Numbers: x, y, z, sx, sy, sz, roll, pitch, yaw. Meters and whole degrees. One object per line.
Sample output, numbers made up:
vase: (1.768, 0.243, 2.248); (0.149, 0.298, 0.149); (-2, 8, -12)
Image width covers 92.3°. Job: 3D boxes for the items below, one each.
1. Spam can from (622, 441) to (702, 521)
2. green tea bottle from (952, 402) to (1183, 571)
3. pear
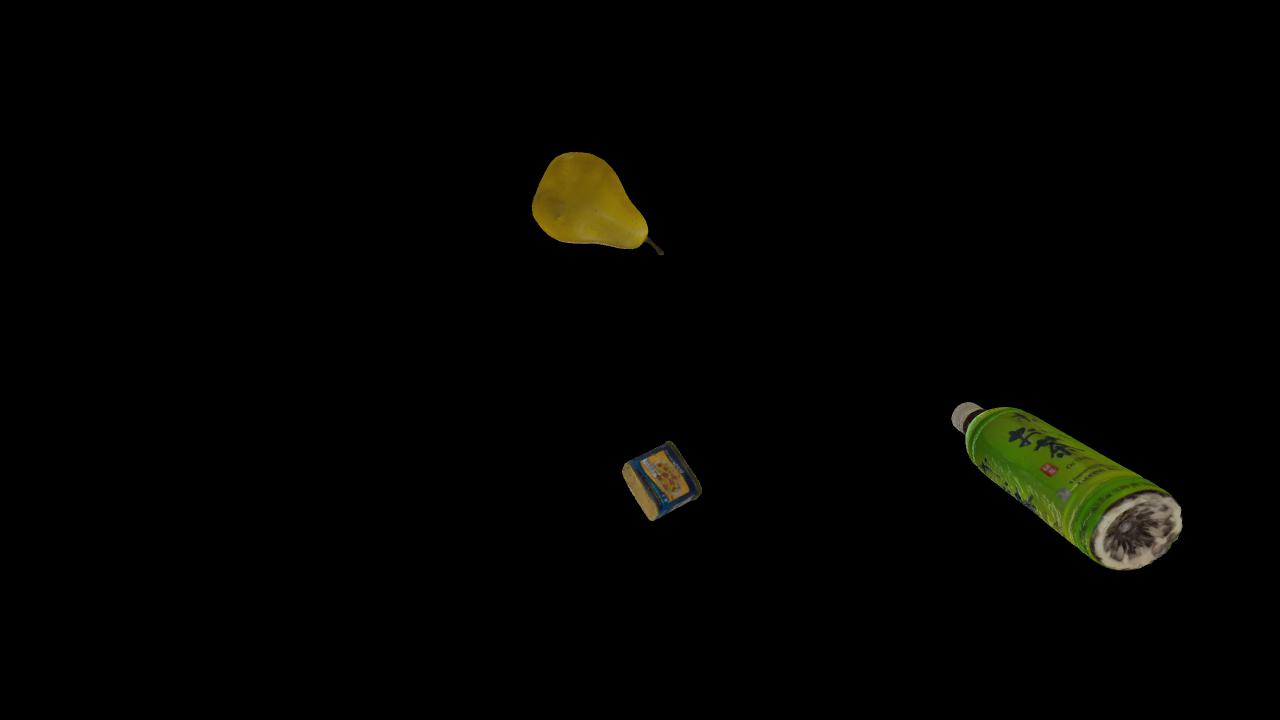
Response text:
Spam can: (0.032, 0.190, 0.968); (0.085, 0.101, 0.058); (-22, -26, -28)
green tea bottle: (0.341, 0.090, 0.528); (0.073, 0.073, 0.212); (0, 16, -4)
pear: (-0.029, -0.119, 0.497); (0.111, 0.080, 0.080); (25, -7, -15)
